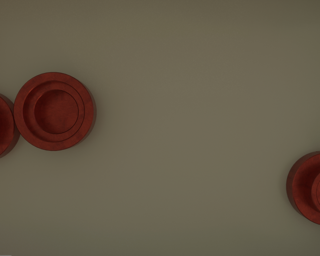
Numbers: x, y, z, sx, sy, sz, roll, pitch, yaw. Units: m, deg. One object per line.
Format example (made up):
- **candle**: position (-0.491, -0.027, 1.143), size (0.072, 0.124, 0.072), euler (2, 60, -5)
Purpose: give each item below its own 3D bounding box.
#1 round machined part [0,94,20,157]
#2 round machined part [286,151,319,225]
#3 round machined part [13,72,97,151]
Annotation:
- **round machined part**: position (-0.238, -0.003, 0.400), size (0.099, 0.042, 0.097), euler (0, 90, -1)
- **round machined part**: position (0.223, 0.080, 0.406), size (0.099, 0.042, 0.097), euler (0, 90, -1)
- **round machined part**: position (-0.131, -0.020, 0.401), size (0.099, 0.042, 0.097), euler (0, 90, -1)
